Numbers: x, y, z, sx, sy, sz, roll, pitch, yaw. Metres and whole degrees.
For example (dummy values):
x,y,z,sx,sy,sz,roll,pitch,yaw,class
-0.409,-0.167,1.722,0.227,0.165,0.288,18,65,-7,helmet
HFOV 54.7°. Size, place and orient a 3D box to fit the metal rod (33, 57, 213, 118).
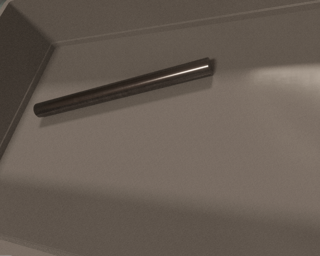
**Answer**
x,y,z,sx,sy,sz,roll,pitch,yaw,class
-0.070,-0.057,0.475,0.301,0.025,0.025,-11,57,21,metal rod
